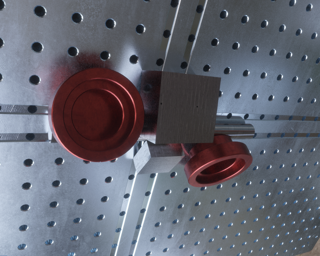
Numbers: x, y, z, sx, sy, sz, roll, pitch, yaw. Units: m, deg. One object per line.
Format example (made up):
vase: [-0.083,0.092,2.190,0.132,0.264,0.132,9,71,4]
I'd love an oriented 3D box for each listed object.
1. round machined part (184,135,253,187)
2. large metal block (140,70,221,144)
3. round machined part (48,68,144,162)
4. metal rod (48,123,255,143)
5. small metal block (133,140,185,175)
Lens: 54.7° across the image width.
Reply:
round machined part: [0.082,0.046,0.458,0.099,0.042,0.098,-14,148,-9]
large metal block: [0.022,-0.026,0.376,0.081,0.050,0.079,1,100,-29]
round machined part: [-0.070,-0.014,0.337,0.099,0.042,0.097,-2,93,-29]
metal rod: [0.009,0.005,0.420,0.303,0.025,0.025,0,118,-29]
small metal block: [-0.002,0.040,0.422,0.050,0.025,0.050,1,147,-29]
